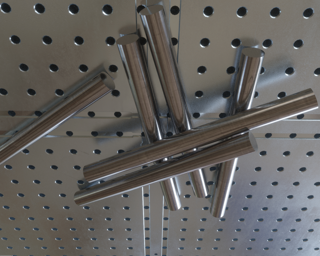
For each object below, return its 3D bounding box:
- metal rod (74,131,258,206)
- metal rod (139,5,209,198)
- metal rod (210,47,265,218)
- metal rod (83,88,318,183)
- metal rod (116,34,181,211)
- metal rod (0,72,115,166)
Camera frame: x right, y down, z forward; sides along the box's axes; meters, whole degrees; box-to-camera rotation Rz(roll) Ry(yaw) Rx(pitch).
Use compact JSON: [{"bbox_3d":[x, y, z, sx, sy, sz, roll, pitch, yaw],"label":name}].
[{"bbox_3d":[-0.011,0.066,0.435,0.300,0.025,0.025,-23,127,30],"label":"metal rod"},{"bbox_3d":[0.029,-0.008,0.404,0.025,0.025,0.299,-11,130,9],"label":"metal rod"},{"bbox_3d":[0.101,0.030,0.437,0.025,0.025,0.298,0,130,-1],"label":"metal rod"},{"bbox_3d":[0.037,0.015,0.390,0.300,0.025,0.025,-20,128,16],"label":"metal rod"},{"bbox_3d":[-0.006,0.017,0.425,0.025,0.025,0.299,-9,130,7],"label":"metal rod"},{"bbox_3d":[-0.182,0.013,0.420,0.300,0.025,0.025,-29,124,22],"label":"metal rod"}]
